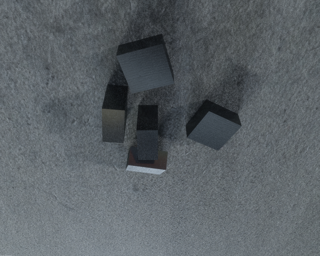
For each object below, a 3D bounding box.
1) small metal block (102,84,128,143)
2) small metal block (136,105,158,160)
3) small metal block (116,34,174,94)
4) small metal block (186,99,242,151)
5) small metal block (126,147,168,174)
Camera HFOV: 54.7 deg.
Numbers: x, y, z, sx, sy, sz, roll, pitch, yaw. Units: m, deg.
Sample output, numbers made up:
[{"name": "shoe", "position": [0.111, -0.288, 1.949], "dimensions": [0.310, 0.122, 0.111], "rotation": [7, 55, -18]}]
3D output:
[{"name": "small metal block", "position": [-0.054, -0.018, 0.375], "dimensions": [0.025, 0.050, 0.050], "rotation": [4, 130, -4]}, {"name": "small metal block", "position": [-0.015, 0.005, 0.395], "dimensions": [0.025, 0.050, 0.050], "rotation": [0, 130, 0]}, {"name": "small metal block", "position": [-0.015, -0.071, 0.347], "dimensions": [0.050, 0.025, 0.050], "rotation": [-12, 129, 10]}, {"name": "small metal block", "position": [0.069, -0.003, 0.406], "dimensions": [0.050, 0.025, 0.050], "rotation": [23, 126, -19]}, {"name": "small metal block", "position": [-0.019, 0.046, 0.431], "dimensions": [0.050, 0.025, 0.050], "rotation": [8, 163, -8]}]
